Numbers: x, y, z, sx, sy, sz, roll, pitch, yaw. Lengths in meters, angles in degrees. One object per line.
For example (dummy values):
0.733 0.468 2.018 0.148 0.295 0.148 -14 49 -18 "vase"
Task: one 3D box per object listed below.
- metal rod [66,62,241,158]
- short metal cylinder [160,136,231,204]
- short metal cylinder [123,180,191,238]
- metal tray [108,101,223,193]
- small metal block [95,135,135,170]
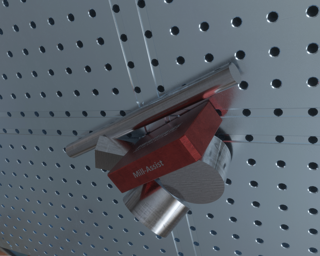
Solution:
-0.031 -0.011 0.416 0.299 0.025 0.025 -23 106 36 "metal rod"
0.045 0.050 0.391 0.080 0.050 0.079 12 131 14 "short metal cylinder"
-0.004 0.104 0.428 0.080 0.080 0.050 40 88 0 "short metal cylinder"
0.005 0.024 0.377 0.130 0.090 0.030 -30 102 37 "metal tray"
-0.066 0.040 0.449 0.050 0.025 0.050 12 142 -1 "small metal block"
